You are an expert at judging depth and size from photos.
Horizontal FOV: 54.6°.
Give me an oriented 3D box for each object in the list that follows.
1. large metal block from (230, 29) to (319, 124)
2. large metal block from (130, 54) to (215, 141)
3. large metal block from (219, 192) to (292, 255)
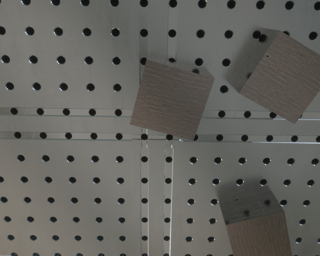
[{"bbox_3d":[0.146,-0.064,0.378,0.080,0.050,0.080,27,108,-10],"label":"large metal block"},{"bbox_3d":[0.013,-0.039,0.386,0.080,0.050,0.079,15,109,-6],"label":"large metal block"},{"bbox_3d":[0.139,0.150,0.456,0.080,0.050,0.080,-15,110,5],"label":"large metal block"}]
